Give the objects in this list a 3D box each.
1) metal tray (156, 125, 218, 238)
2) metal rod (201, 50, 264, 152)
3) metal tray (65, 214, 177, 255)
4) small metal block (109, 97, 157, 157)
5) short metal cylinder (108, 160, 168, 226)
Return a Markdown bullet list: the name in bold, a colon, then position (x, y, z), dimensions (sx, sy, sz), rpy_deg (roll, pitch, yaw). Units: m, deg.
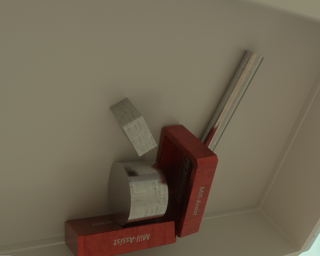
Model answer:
- **metal tray**: position (0.028, 0.072, 0.427), dimensions (0.030, 0.090, 0.129), rpy_deg (-7, 122, -29)
- **metal rod**: position (0.070, 0.028, 0.466), dimensions (0.025, 0.025, 0.298), rpy_deg (12, 112, -34)
- **metal tray**: position (-0.055, 0.141, 0.422), dimensions (0.131, 0.090, 0.030), rpy_deg (0, 86, -27)
- **small metal block**: position (-0.033, -0.002, 0.375), dimensions (0.025, 0.050, 0.050), rpy_deg (-31, 129, -8)
- **short metal cylinder**: position (-0.031, 0.084, 0.410), dimensions (0.050, 0.080, 0.079), rpy_deg (-1, 119, -29)
